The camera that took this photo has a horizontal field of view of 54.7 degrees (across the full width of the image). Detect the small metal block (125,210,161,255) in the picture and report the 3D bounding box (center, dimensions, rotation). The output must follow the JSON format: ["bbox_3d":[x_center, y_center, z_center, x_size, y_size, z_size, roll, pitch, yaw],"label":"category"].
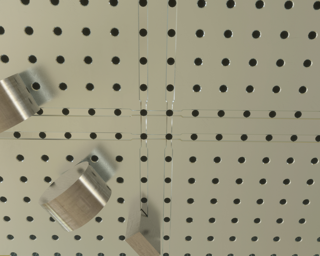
[{"bbox_3d":[-0.024,0.160,0.459,0.025,0.050,0.050,-34,107,12],"label":"small metal block"}]

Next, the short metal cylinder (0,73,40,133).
[{"bbox_3d":[-0.195,-0.026,0.373,0.080,0.080,0.050,-23,109,8],"label":"short metal cylinder"}]

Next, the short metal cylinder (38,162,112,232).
[{"bbox_3d":[-0.113,0.090,0.416,0.080,0.080,0.050,-32,107,11],"label":"short metal cylinder"}]
